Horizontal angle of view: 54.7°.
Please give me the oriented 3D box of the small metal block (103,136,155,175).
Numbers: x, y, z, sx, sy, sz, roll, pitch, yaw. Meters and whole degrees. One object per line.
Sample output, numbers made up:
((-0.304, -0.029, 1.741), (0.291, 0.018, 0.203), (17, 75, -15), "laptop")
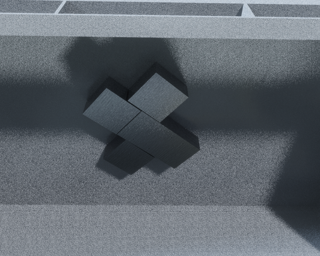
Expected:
((-0.043, 0.034, 0.435), (0.050, 0.025, 0.050), (35, 123, -26), "small metal block")

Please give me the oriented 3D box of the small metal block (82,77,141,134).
((-0.058, -0.027, 0.383), (0.050, 0.025, 0.050), (34, 122, -26), "small metal block")

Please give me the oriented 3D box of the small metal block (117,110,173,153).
((-0.019, -0.002, 0.404), (0.050, 0.025, 0.050), (34, 122, -26), "small metal block")

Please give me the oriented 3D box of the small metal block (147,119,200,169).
((0.018, 0.023, 0.426), (0.050, 0.025, 0.050), (34, 122, -26), "small metal block")

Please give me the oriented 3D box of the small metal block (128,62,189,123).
((-0.002, -0.042, 0.370), (0.050, 0.025, 0.050), (34, 121, -26), "small metal block")
